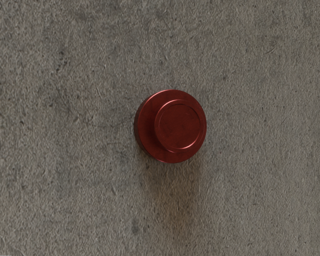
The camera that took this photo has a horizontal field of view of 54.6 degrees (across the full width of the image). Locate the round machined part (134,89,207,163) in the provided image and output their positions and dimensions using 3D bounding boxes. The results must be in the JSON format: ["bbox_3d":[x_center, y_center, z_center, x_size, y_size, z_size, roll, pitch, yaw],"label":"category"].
[{"bbox_3d":[0.019,-0.002,0.407,0.099,0.042,0.097,0,90,-20],"label":"round machined part"}]
